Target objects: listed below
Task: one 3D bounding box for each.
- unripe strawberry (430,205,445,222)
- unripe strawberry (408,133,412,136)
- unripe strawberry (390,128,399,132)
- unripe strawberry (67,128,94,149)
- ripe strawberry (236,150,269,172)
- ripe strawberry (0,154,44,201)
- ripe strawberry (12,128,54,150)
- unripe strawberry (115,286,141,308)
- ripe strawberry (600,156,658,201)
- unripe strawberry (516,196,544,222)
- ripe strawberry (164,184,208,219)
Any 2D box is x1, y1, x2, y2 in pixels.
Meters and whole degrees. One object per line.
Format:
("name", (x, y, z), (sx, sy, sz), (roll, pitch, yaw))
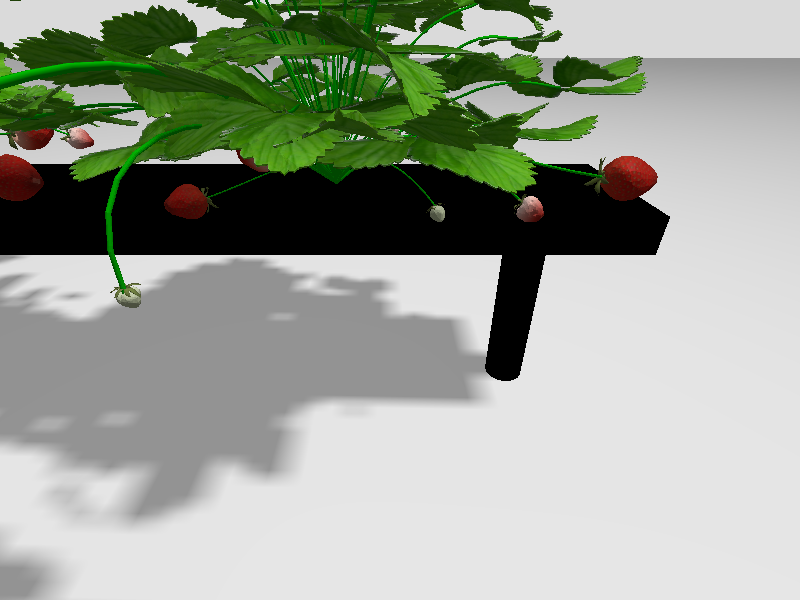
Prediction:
("unripe strawberry", (0.026, -0.059, 0.273), (0.011, 0.011, 0.010), (-26, 4, -35))
("unripe strawberry", (0.025, -0.210, 0.492), (0.030, 0.032, 0.033), (14, 20, 20))
("unripe strawberry", (-0.013, -0.215, 0.505), (0.025, 0.021, 0.025), (7, 18, 11))
("unripe strawberry", (-0.361, -0.182, 0.454), (0.026, 0.023, 0.023), (31, 17, 38))
("ripe strawberry", (-0.138, -0.143, 0.379), (0.043, 0.043, 0.040), (17, 36, 25))
("ripe strawberry", (-0.293, -0.093, 0.307), (0.035, 0.034, 0.032), (9, 34, 8))
("ripe strawberry", (-0.415, -0.192, 0.451), (0.038, 0.043, 0.041), (20, 37, 28))
("unripe strawberry", (-0.120, -0.001, 0.178), (0.011, 0.010, 0.010), (10, 34, 15))
("ripe strawberry", (0.173, -0.092, 0.303), (0.038, 0.033, 0.038), (7, 33, 9))
("unripe strawberry", (0.087, -0.059, 0.267), (0.016, 0.017, 0.018), (-40, -12, -45))
("ripe strawberry", (-0.146, -0.066, 0.273), (0.026, 0.022, 0.026), (-27, 42, -35))
